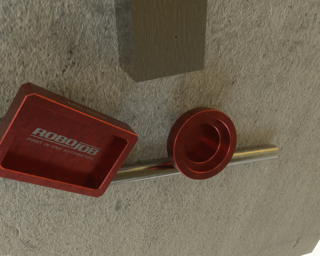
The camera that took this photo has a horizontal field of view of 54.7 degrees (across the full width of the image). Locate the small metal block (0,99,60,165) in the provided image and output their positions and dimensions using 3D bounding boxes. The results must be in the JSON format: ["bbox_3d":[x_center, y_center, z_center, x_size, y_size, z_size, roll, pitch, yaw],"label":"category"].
[{"bbox_3d":[-0.141,0.004,0.333,0.050,0.025,0.050,-34,129,-6],"label":"small metal block"}]

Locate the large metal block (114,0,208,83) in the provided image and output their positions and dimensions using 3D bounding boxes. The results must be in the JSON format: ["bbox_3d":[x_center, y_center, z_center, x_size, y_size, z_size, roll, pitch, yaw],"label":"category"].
[{"bbox_3d":[0.001,-0.101,0.329,0.081,0.050,0.079,-15,125,-20],"label":"large metal block"}]

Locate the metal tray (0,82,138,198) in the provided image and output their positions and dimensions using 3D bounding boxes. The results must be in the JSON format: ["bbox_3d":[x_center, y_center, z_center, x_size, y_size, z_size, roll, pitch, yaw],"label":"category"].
[{"bbox_3d":[-0.099,0.019,0.329,0.131,0.030,0.090,25,102,-39],"label":"metal tray"}]

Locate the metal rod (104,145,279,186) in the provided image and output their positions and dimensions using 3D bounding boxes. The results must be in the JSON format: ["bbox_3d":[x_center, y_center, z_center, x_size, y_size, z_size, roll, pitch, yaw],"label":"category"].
[{"bbox_3d":[0.062,0.053,0.473,0.303,0.025,0.025,-5,121,-26],"label":"metal rod"}]

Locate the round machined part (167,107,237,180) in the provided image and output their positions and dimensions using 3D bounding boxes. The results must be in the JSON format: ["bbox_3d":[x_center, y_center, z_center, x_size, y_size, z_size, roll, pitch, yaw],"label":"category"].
[{"bbox_3d":[0.053,0.018,0.427,0.099,0.042,0.097,-7,108,-24],"label":"round machined part"}]
